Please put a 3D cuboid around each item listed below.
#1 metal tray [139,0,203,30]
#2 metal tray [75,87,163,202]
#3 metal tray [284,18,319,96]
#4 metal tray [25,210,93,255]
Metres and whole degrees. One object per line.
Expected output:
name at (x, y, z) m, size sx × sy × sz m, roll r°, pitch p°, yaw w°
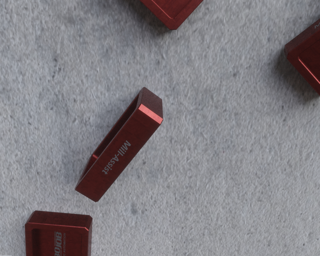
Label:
metal tray at (-0.002, -0.185, 0.338) m, size 0.130 × 0.030 × 0.090 m, roll 41°, pitch 105°, yaw -14°
metal tray at (-0.048, 0.017, 0.380) m, size 0.030 × 0.090 × 0.130 m, roll 36°, pitch 106°, yaw -12°
metal tray at (0.225, -0.098, 0.353) m, size 0.090 × 0.030 × 0.130 m, roll 42°, pitch 122°, yaw -15°
metal tray at (-0.154, 0.193, 0.476) m, size 0.091 × 0.030 × 0.129 m, roll 6°, pitch 110°, yaw -3°
